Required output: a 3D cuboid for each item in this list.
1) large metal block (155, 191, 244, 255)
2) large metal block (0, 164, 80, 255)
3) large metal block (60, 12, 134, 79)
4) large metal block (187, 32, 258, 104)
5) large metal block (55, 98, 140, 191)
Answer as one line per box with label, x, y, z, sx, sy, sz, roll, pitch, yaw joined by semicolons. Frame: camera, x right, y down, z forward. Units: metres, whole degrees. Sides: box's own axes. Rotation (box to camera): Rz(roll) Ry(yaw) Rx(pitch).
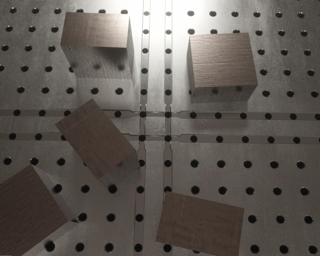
large metal block;0.040;0.109;0.343;0.080;0.080;0.050;12;71;4
large metal block;-0.155;0.102;0.359;0.080;0.050;0.080;-36;74;-12
large metal block;-0.080;-0.109;0.421;0.081;0.080;0.050;2;70;0
large metal block;0.082;-0.082;0.430;0.081;0.050;0.080;-3;70;-2
large metal block;-0.071;0.023;0.373;0.050;0.080;0.080;-38;75;-13
